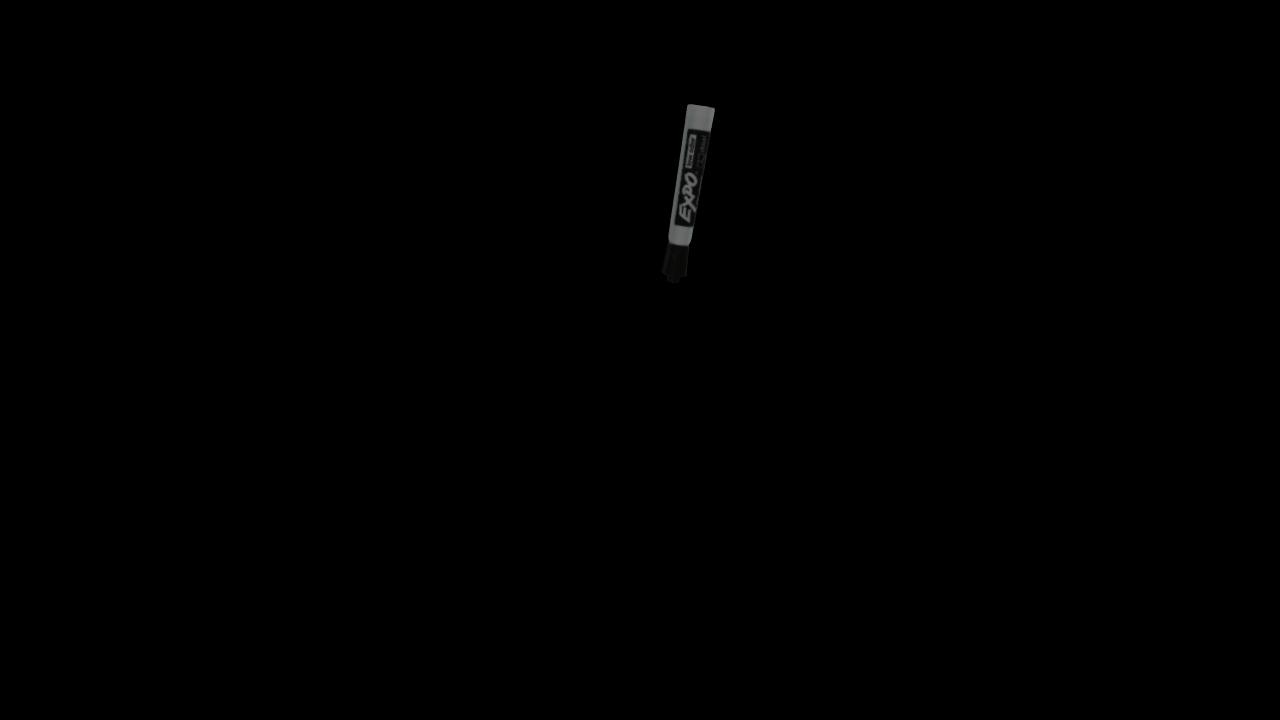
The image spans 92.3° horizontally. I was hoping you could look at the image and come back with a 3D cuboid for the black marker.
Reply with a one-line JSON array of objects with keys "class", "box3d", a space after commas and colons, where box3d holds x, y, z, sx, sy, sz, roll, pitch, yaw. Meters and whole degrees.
[{"class": "black marker", "box3d": [0.032, -0.114, 0.432, 0.020, 0.121, 0.020, 8, 21, -3]}]
